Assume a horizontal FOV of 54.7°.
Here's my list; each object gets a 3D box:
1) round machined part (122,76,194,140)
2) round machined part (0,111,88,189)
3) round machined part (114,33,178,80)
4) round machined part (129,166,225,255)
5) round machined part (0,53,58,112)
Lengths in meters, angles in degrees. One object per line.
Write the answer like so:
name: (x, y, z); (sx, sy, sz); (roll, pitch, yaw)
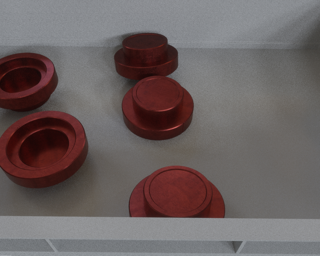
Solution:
round machined part: (-0.003, -0.034, 0.423); (0.099, 0.042, 0.098); (0, 50, 0)
round machined part: (-0.135, 0.029, 0.368); (0.099, 0.042, 0.098); (0, 50, 0)
round machined part: (-0.022, -0.115, 0.476); (0.099, 0.042, 0.098); (-2, 36, 2)
round machined part: (0.017, 0.077, 0.317); (0.099, 0.042, 0.098); (1, 37, -1)
round machined part: (-0.196, -0.061, 0.443); (0.099, 0.042, 0.098); (0, 50, 0)
